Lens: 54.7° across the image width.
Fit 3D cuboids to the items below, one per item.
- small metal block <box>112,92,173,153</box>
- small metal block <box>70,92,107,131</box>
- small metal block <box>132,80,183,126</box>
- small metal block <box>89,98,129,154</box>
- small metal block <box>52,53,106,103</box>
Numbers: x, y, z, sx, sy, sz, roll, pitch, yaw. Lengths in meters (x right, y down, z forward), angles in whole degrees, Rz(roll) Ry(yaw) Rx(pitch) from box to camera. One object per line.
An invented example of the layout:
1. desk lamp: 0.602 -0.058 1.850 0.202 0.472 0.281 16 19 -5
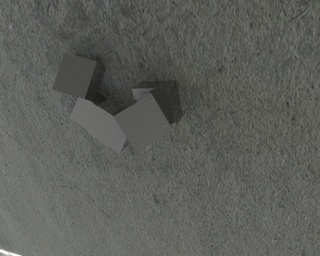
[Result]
1. small metal block: -0.021 -0.007 0.365 0.050 0.025 0.050 -31 105 -3
2. small metal block: -0.094 -0.022 0.442 0.050 0.025 0.050 39 129 1
3. small metal block: -0.002 -0.031 0.389 0.050 0.025 0.050 2 120 27
4. small metal block: -0.059 -0.003 0.403 0.050 0.025 0.050 33 129 6
5. small metal block: -0.106 -0.066 0.406 0.050 0.025 0.050 17 89 17
